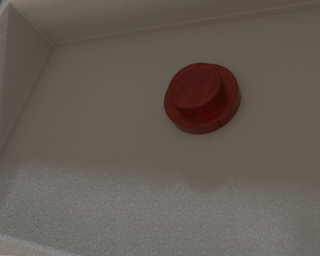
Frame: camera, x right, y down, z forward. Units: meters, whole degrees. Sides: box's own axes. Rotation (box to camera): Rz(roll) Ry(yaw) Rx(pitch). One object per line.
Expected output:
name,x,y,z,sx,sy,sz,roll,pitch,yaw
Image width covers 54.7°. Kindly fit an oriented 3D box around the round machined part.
round machined part,0.049,-0.044,0.395,0.098,0.042,0.098,-13,56,20
